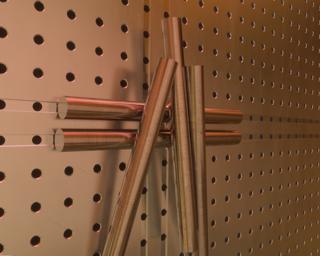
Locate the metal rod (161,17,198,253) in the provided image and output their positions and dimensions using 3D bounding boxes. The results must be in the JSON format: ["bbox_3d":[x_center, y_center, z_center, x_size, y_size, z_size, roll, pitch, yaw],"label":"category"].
[{"bbox_3d":[0.026,0.012,0.401,0.025,0.025,0.298,-8,95,-40],"label":"metal rod"}]

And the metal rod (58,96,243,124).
[{"bbox_3d":[0.013,-0.020,0.423,0.302,0.025,0.025,1,90,-40],"label":"metal rod"}]

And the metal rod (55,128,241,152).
[{"bbox_3d":[0.010,0.014,0.420,0.302,0.025,0.025,1,90,-40],"label":"metal rod"}]

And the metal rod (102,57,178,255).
[{"bbox_3d":[-0.030,0.063,0.362,0.025,0.025,0.299,19,85,-39],"label":"metal rod"}]

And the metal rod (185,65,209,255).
[{"bbox_3d":[0.052,0.065,0.431,0.025,0.025,0.298,-14,106,-40],"label":"metal rod"}]
